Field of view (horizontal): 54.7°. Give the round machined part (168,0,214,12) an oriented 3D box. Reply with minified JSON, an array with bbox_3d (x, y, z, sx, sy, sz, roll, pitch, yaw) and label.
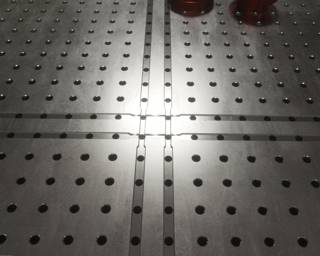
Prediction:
[{"bbox_3d":[0.064,-0.283,0.636,0.099,0.042,0.098,0,50,0],"label":"round machined part"}]

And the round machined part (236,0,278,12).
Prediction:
[{"bbox_3d":[0.191,-0.271,0.627,0.099,0.042,0.098,0,50,0],"label":"round machined part"}]
